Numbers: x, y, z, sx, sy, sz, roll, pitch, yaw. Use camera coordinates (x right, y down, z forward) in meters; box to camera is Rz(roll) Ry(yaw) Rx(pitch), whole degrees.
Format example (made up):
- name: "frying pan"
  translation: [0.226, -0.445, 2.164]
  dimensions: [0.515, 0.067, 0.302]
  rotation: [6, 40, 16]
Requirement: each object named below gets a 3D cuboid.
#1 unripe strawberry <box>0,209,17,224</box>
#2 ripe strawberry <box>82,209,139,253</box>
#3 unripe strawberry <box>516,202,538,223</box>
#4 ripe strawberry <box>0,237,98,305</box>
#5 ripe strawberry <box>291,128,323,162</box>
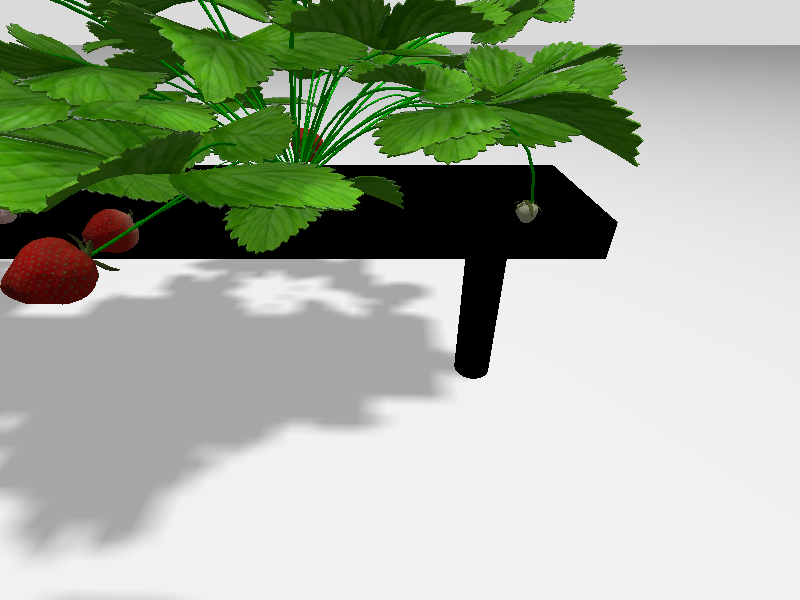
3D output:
- name: "unripe strawberry"
  translation: [-0.283, -0.063, 0.278]
  dimensions: [0.024, 0.023, 0.026]
  rotation: [-23, 39, -13]
- name: "ripe strawberry"
  translation: [-0.177, -0.041, 0.244]
  dimensions: [0.026, 0.027, 0.028]
  rotation: [21, 40, 28]
- name: "unripe strawberry"
  translation: [0.086, -0.059, 0.271]
  dimensions: [0.015, 0.014, 0.013]
  rotation: [16, 37, 23]
- name: "ripe strawberry"
  translation: [-0.171, -0.013, 0.195]
  dimensions: [0.036, 0.031, 0.036]
  rotation: [14, 37, 20]
- name: "ripe strawberry"
  translation: [-0.096, -0.162, 0.418]
  dimensions: [0.032, 0.034, 0.035]
  rotation: [-2, 34, -3]
